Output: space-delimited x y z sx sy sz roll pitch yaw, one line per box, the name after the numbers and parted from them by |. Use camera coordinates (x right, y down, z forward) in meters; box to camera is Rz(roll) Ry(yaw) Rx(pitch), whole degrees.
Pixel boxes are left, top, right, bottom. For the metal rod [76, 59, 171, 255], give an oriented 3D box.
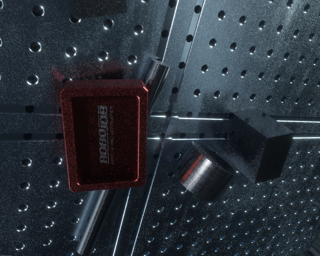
-0.056 0.052 0.414 0.025 0.025 0.298 11 113 -33 | metal rod

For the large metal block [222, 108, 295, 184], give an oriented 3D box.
0.147 0.025 0.474 0.050 0.080 0.079 -9 123 -24 | large metal block

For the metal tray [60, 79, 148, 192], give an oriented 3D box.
-0.062 0.010 0.360 0.091 0.030 0.129 -3 116 -12 | metal tray

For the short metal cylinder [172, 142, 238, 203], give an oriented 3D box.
0.065 0.064 0.453 0.080 0.080 0.050 26 104 -38 | short metal cylinder

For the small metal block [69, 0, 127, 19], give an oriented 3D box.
-0.061 -0.135 0.295 0.050 0.025 0.050 -16 125 -20 | small metal block
